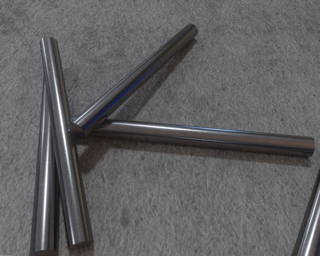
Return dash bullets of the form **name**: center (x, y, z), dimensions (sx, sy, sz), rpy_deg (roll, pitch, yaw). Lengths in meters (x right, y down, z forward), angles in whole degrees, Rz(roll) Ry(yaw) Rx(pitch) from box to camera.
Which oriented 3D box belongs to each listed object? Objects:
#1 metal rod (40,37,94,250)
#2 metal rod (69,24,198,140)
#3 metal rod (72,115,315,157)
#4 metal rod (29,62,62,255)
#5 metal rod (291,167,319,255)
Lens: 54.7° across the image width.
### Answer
- **metal rod**: center (-0.121, -0.005, 0.382), dimensions (0.025, 0.025, 0.299), rpy_deg (-13, 58, -11)
- **metal rod**: center (-0.020, -0.085, 0.455), dimensions (0.025, 0.025, 0.301), rpy_deg (25, 48, 19)
- **metal rod**: center (0.038, 0.010, 0.395), dimensions (0.302, 0.025, 0.025), rpy_deg (5, 50, 4)
- **metal rod**: center (-0.140, 0.009, 0.393), dimensions (0.025, 0.025, 0.300), rpy_deg (-8, 51, -7)
- **metal rod**: center (0.169, 0.091, 0.328), dimensions (0.025, 0.025, 0.301), rpy_deg (25, 54, 19)
